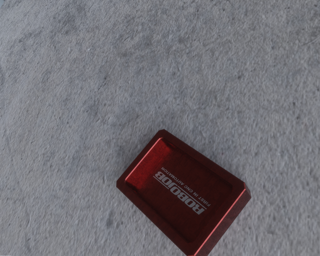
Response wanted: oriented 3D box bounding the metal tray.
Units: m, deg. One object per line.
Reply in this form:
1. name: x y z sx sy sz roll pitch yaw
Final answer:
1. metal tray: 0.022 0.068 0.347 0.130 0.030 0.090 34 80 38
